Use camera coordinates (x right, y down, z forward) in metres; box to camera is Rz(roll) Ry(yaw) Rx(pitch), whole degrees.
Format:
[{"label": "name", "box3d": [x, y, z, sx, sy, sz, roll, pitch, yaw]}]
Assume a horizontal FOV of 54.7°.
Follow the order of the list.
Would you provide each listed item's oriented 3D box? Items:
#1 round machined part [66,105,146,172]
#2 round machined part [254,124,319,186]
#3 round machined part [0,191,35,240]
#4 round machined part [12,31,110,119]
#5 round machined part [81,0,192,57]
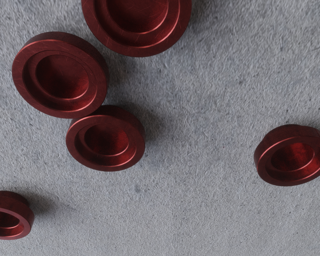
[{"label": "round machined part", "box3d": [-0.068, 0.009, 0.403, 0.099, 0.042, 0.097, 0, 130, 0]}, {"label": "round machined part", "box3d": [0.179, 0.033, 0.426, 0.099, 0.042, 0.097, 0, 130, 0]}, {"label": "round machined part", "box3d": [-0.258, 0.141, 0.514, 0.099, 0.042, 0.097, 0, 130, 0]}, {"label": "round machined part", "box3d": [-0.105, -0.061, 0.343, 0.099, 0.042, 0.097, 0, 130, 0]}, {"label": "round machined part", "box3d": [-0.021, -0.121, 0.293, 0.099, 0.042, 0.097, 0, 130, 0]}]
